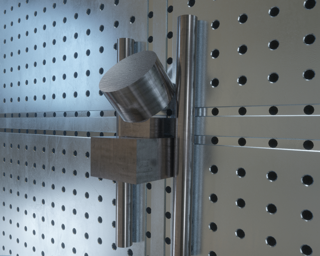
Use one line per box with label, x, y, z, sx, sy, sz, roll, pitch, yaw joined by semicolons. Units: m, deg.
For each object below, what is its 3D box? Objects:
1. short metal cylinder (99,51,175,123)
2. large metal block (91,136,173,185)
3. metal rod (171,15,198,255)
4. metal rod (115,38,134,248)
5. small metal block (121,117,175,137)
short metal cylinder;-0.028;-0.052;0.388;0.080;0.050;0.080;-21;36;16
large metal block;-0.031;0.036;0.396;0.080;0.081;0.050;1;91;40
metal rod;0.030;0.013;0.384;0.025;0.025;0.298;2;92;40
metal rod;-0.051;0.021;0.452;0.025;0.025;0.298;1;91;40
small metal block;-0.016;-0.001;0.406;0.050;0.050;0.025;2;92;39
